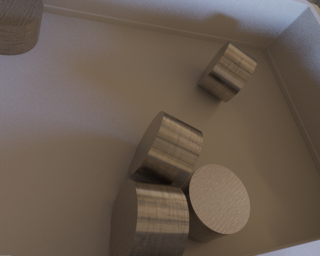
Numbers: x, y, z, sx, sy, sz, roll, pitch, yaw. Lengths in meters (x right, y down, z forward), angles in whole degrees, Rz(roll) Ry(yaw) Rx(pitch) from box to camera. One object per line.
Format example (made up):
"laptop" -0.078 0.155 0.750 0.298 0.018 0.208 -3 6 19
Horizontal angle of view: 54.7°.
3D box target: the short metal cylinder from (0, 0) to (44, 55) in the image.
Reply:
"short metal cylinder" -0.186 -0.135 0.372 0.081 0.050 0.080 14 56 -21

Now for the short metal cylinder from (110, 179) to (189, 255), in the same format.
"short metal cylinder" -0.013 0.094 0.306 0.050 0.080 0.080 12 57 -22

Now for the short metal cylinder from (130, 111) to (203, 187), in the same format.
"short metal cylinder" 0.006 0.027 0.357 0.050 0.080 0.080 27 52 -11

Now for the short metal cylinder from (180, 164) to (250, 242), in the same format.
"short metal cylinder" 0.058 0.089 0.366 0.081 0.050 0.080 14 56 -21

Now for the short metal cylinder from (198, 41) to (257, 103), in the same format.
"short metal cylinder" 0.102 -0.086 0.478 0.050 0.080 0.080 34 51 -6
